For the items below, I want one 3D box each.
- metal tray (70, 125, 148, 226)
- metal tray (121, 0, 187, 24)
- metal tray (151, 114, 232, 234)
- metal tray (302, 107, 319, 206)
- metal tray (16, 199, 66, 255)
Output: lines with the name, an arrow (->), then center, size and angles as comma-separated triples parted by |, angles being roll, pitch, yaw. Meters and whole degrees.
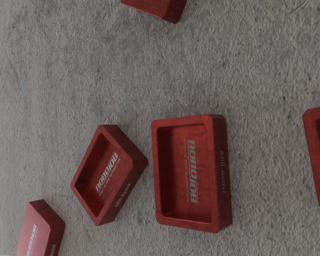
metal tray -> -0.082, 0.070, 0.468 | 0.090, 0.030, 0.129 | 44, 116, 31
metal tray -> 0.006, -0.211, 0.397 | 0.090, 0.030, 0.129 | 34, 111, 35
metal tray -> 0.035, 0.052, 0.372 | 0.090, 0.030, 0.129 | -5, 87, 40
metal tray -> 0.191, 0.018, 0.243 | 0.130, 0.030, 0.090 | -12, 82, 39
metal tray -> -0.231, 0.216, 0.592 | 0.090, 0.030, 0.129 | 28, 108, 36
